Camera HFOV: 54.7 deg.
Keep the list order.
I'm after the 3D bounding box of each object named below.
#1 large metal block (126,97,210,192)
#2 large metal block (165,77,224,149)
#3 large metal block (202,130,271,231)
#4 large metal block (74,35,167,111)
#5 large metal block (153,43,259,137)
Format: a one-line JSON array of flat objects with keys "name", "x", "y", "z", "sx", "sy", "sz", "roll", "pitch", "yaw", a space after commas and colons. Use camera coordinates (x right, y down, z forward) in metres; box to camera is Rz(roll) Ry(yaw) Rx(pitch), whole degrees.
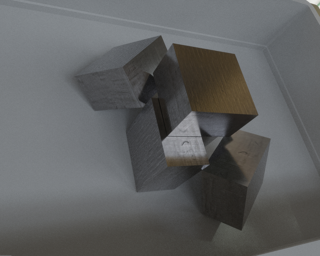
[{"name": "large metal block", "x": 0.004, "y": 0.021, "z": 0.358, "sx": 0.050, "sy": 0.080, "sz": 0.080, "roll": 1, "pitch": 61, "yaw": -28}, {"name": "large metal block", "x": 0.041, "y": -0.022, "z": 0.402, "sx": 0.050, "sy": 0.080, "sz": 0.080, "roll": 1, "pitch": 61, "yaw": -28}, {"name": "large metal block", "x": 0.090, "y": 0.059, "z": 0.371, "sx": 0.050, "sy": 0.080, "sz": 0.080, "roll": 18, "pitch": 45, "yaw": 26}, {"name": "large metal block", "x": -0.040, "y": -0.066, "z": 0.377, "sx": 0.080, "sy": 0.080, "sz": 0.050, "roll": -51, "pitch": 127, "yaw": -39}, {"name": "large metal block", "x": 0.046, "y": -0.038, "z": 0.332, "sx": 0.081, "sy": 0.050, "sz": 0.080, "roll": 2, "pitch": 61, "yaw": -27}]
